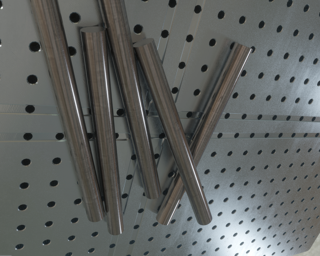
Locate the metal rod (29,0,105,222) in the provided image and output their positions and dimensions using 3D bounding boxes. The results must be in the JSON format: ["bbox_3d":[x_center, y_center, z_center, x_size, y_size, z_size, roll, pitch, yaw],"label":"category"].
[{"bbox_3d":[-0.098,-0.001,0.357,0.025,0.025,0.298,-17,126,-19],"label":"metal rod"}]

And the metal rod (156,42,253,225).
[{"bbox_3d":[0.058,0.021,0.457,0.025,0.025,0.298,9,114,-33],"label":"metal rod"}]

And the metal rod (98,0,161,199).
[{"bbox_3d":[-0.031,-0.022,0.382,0.025,0.025,0.298,-21,127,-16],"label":"metal rod"}]

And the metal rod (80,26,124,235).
[{"bbox_3d":[-0.067,0.027,0.392,0.025,0.025,0.298,-14,125,-21],"label":"metal rod"}]

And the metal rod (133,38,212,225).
[{"bbox_3d":[0.026,0.025,0.420,0.025,0.025,0.299,-27,121,-12],"label":"metal rod"}]
